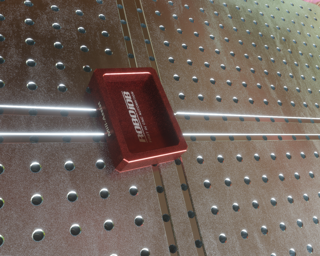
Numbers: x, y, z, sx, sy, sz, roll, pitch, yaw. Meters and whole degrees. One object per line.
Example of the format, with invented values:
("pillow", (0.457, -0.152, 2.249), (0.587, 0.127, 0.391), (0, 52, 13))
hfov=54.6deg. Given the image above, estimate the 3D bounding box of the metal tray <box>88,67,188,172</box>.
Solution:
("metal tray", (-0.029, -0.017, 0.398), (0.091, 0.030, 0.130), (-8, 66, -32))
